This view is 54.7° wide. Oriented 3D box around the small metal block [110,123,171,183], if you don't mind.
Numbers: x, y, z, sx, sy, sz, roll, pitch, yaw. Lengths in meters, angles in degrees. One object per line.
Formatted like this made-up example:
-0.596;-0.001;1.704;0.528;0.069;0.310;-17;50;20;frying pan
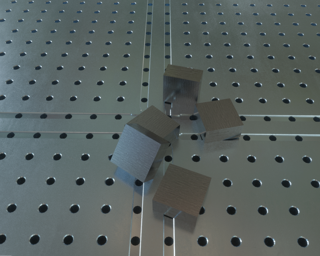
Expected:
-0.024;0.028;0.365;0.050;0.050;0.025;29;14;22;small metal block

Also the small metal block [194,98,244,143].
0.077;-0.010;0.417;0.050;0.025;0.050;-9;51;-8;small metal block

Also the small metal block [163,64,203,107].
0.032;-0.060;0.442;0.050;0.050;0.025;12;51;10;small metal block

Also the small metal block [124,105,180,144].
-0.010;0.004;0.404;0.050;0.025;0.050;37;59;26;small metal block

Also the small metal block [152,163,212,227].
0.025;0.074;0.346;0.050;0.025;0.050;18;52;14;small metal block
